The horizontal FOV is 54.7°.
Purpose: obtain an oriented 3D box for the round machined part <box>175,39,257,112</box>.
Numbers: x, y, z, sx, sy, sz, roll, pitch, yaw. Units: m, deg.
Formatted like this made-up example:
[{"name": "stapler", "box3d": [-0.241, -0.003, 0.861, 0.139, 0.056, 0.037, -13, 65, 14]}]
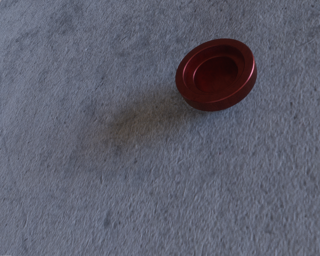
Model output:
[{"name": "round machined part", "box3d": [0.073, -0.062, 0.392, 0.098, 0.042, 0.098, -13, 56, 20]}]
